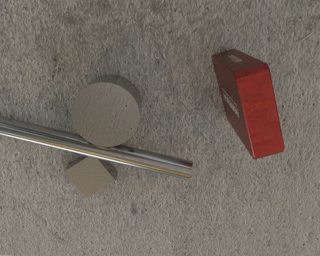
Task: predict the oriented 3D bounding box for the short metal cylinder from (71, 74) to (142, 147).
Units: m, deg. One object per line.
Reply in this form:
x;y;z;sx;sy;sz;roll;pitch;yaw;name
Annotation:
-0.064;-0.023;0.387;0.081;0.050;0.079;0;110;-1;short metal cylinder

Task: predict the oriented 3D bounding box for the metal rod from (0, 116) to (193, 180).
-0.108;0.020;0.398;0.302;0.025;0.025;13;110;1;metal rod

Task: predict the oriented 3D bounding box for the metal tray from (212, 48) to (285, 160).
0.092;-0.034;0.343;0.030;0.130;0.089;-16;110;6;metal tray

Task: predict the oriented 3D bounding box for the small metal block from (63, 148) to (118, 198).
-0.095;0.061;0.431;0.050;0.025;0.050;-32;108;11;small metal block
